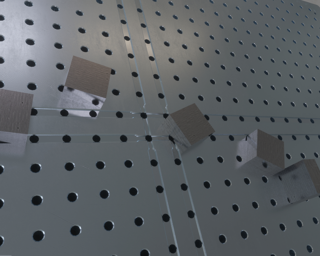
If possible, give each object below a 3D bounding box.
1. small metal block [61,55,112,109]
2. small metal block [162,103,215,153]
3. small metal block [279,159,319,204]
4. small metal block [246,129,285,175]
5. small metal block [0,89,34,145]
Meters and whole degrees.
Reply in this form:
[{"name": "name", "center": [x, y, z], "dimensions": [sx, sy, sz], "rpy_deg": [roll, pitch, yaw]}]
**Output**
[{"name": "small metal block", "center": [-0.093, -0.058, 0.393], "dimensions": [0.050, 0.025, 0.050], "rpy_deg": [16, 55, -19]}, {"name": "small metal block", "center": [0.040, -0.001, 0.429], "dimensions": [0.050, 0.025, 0.050], "rpy_deg": [-26, 76, -37]}, {"name": "small metal block", "center": [0.210, 0.079, 0.456], "dimensions": [0.025, 0.050, 0.050], "rpy_deg": [1, 61, -28]}, {"name": "small metal block", "center": [0.160, 0.037, 0.471], "dimensions": [0.050, 0.025, 0.050], "rpy_deg": [25, 53, -13]}, {"name": "small metal block", "center": [-0.165, -0.013, 0.327], "dimensions": [0.050, 0.025, 0.050], "rpy_deg": [9, 58, -24]}]
